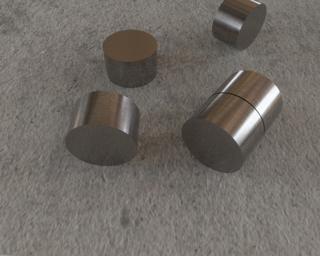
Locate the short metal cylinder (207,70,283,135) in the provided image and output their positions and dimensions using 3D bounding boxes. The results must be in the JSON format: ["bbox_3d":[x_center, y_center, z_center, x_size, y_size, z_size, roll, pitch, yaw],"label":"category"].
[{"bbox_3d":[0.105,-0.025,0.390,0.080,0.080,0.050,31,56,23],"label":"short metal cylinder"}]

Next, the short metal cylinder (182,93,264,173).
[{"bbox_3d":[0.073,0.006,0.363,0.080,0.080,0.050,31,56,23],"label":"short metal cylinder"}]

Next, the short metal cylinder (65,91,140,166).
[{"bbox_3d":[-0.065,0.002,0.365,0.081,0.080,0.050,1,50,1],"label":"short metal cylinder"}]

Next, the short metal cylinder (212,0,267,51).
[{"bbox_3d":[0.133,-0.177,0.518,0.050,0.080,0.080,37,59,26],"label":"short metal cylinder"}]

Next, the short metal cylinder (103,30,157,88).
[{"bbox_3d":[-0.044,-0.107,0.477,0.081,0.050,0.080,0,50,0],"label":"short metal cylinder"}]
